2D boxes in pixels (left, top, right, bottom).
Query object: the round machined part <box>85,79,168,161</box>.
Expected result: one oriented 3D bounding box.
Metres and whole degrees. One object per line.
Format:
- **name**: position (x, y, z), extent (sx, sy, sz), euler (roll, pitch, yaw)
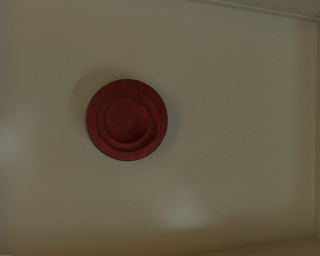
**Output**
- **round machined part**: position (-0.043, -0.010, 0.385), extent (0.099, 0.042, 0.097), euler (0, 90, -20)
